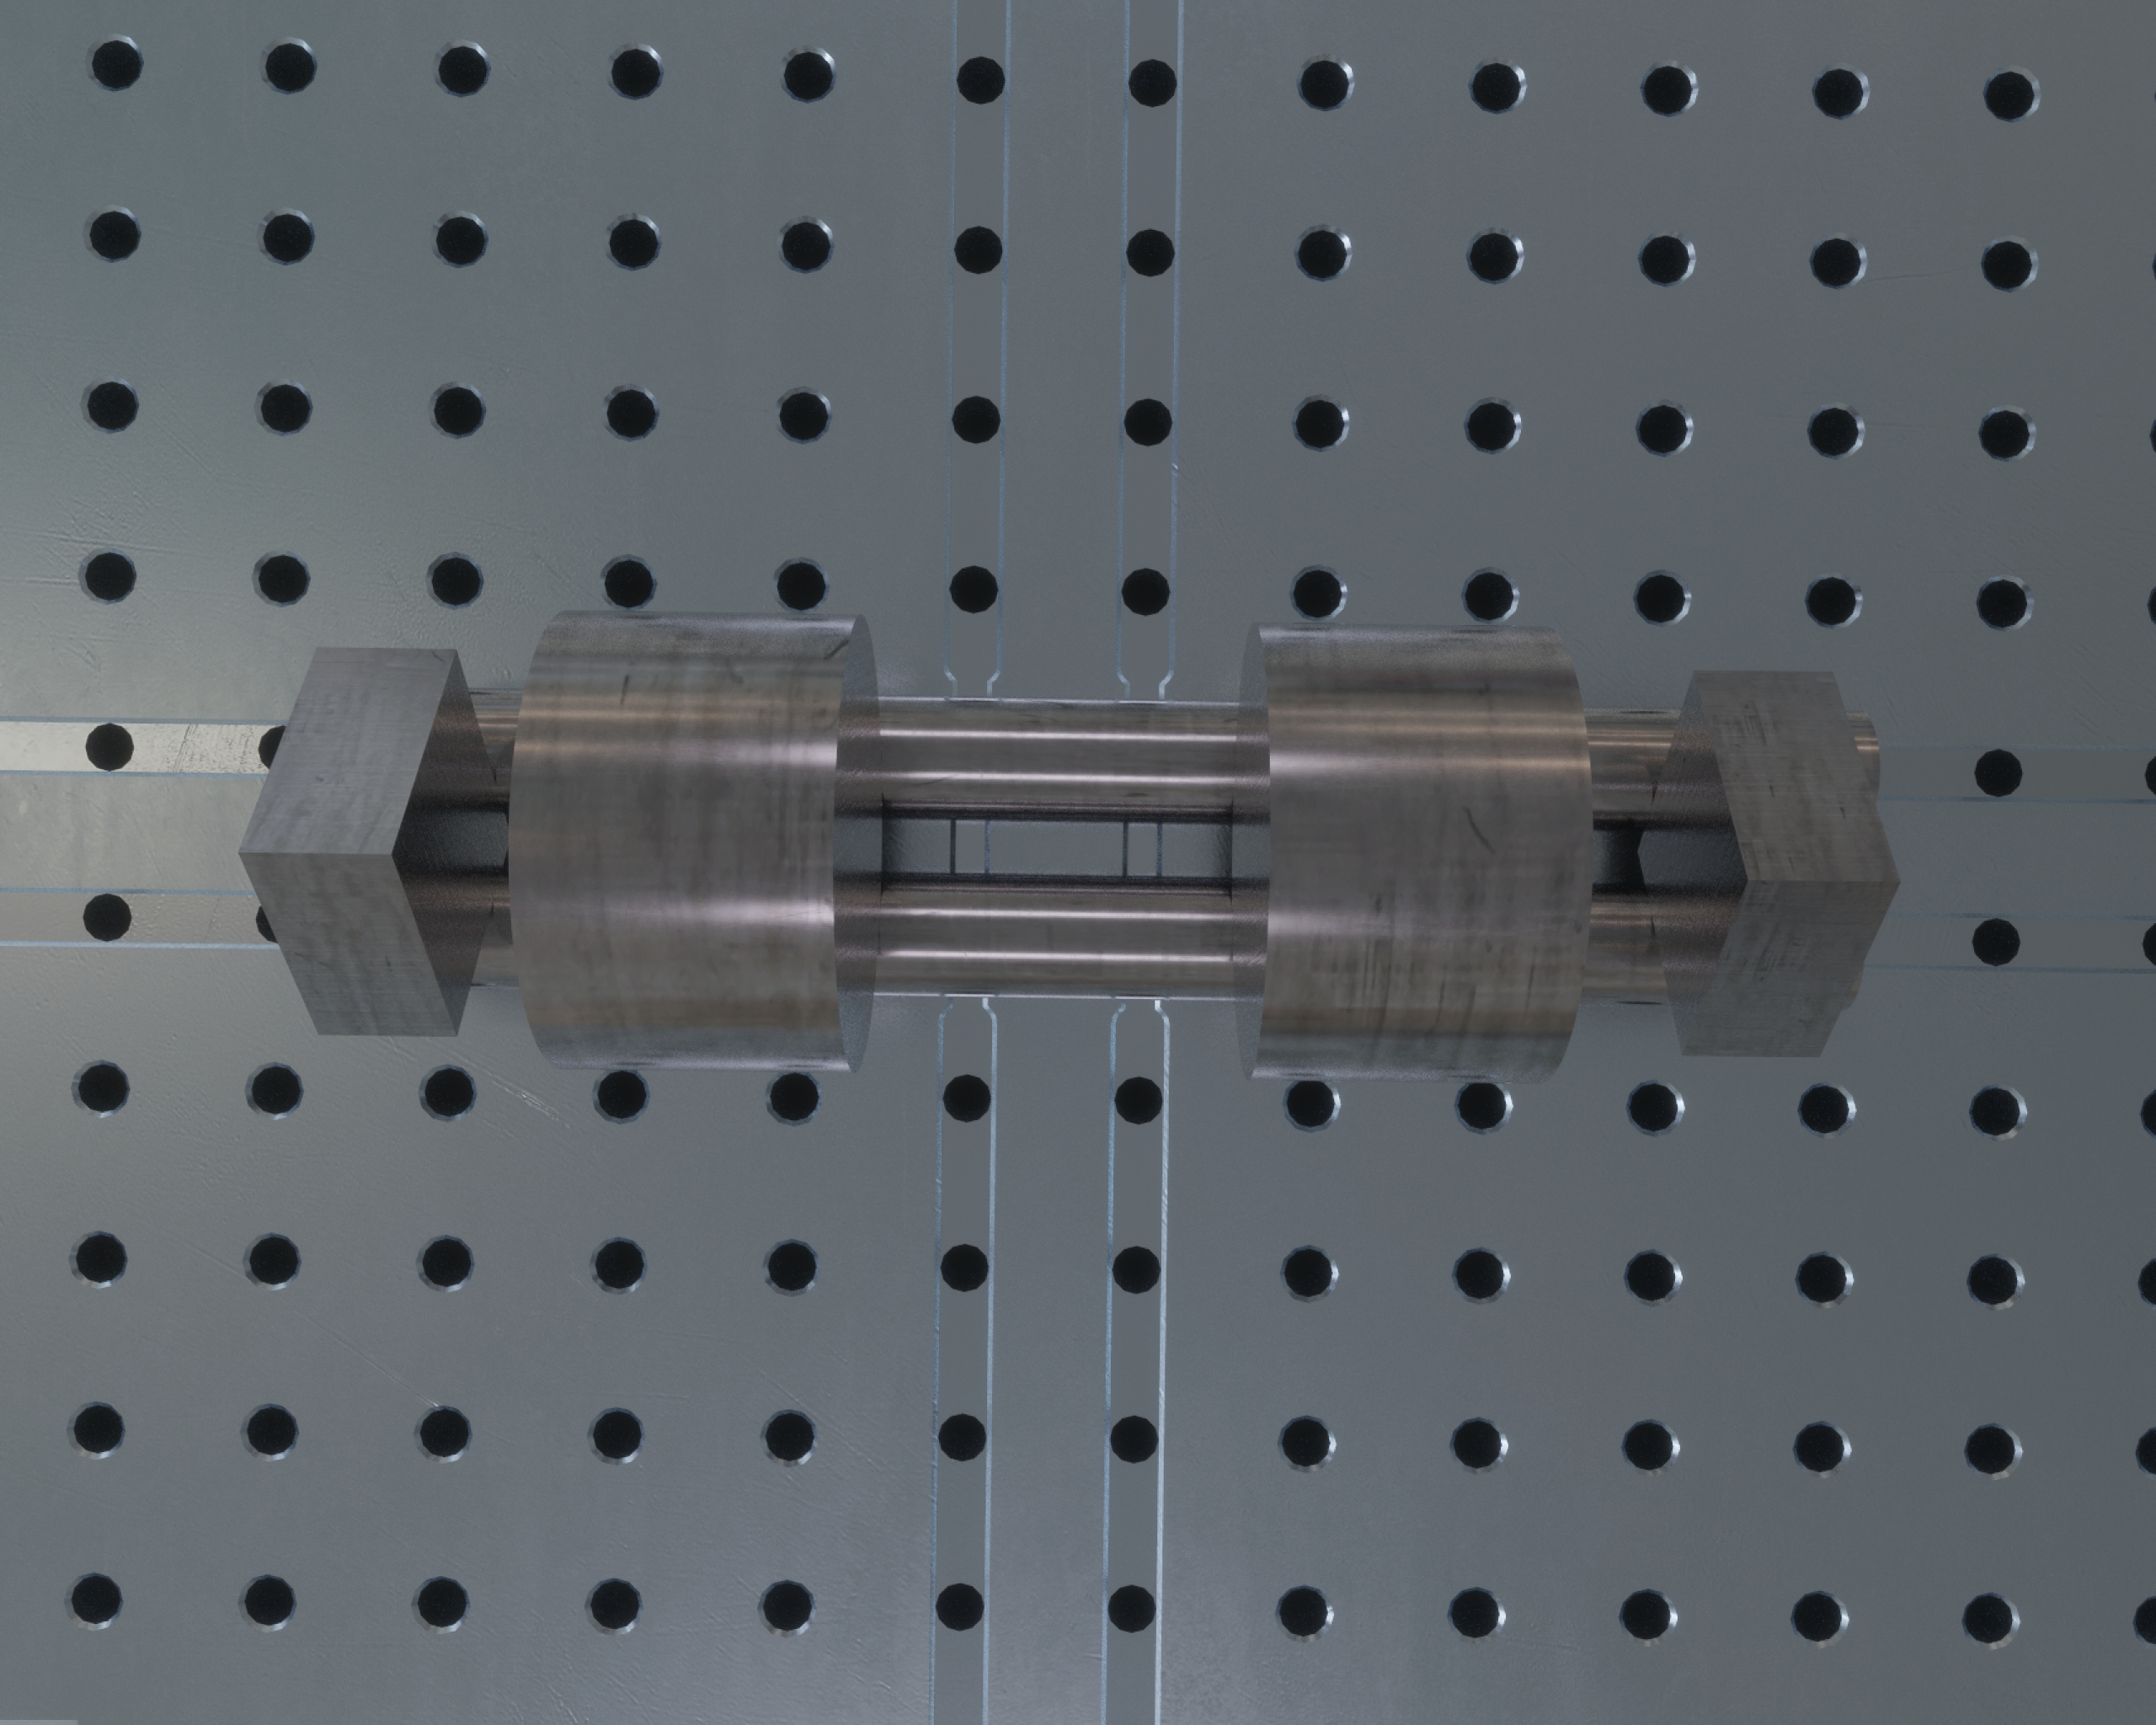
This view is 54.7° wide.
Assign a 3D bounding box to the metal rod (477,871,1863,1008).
[{"bbox_3d":[0.001,0.015,0.413,0.302,0.025,0.025,1,90,0],"label":"metal rod"}]

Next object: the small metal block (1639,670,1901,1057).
[{"bbox_3d":[0.123,0.000,0.379,0.025,0.050,0.050,1,49,0],"label":"small metal block"}]

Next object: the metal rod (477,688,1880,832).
[{"bbox_3d":[0.004,-0.020,0.413,0.302,0.025,0.025,1,90,0],"label":"metal rod"}]

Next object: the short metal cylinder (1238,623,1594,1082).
[{"bbox_3d":[0.055,-0.002,0.364,0.050,0.080,0.079,1,90,0],"label":"short metal cylinder"}]

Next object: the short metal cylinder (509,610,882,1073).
[{"bbox_3d":[-0.063,-0.004,0.363,0.050,0.080,0.079,1,90,0],"label":"short metal cylinder"}]

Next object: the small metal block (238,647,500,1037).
[{"bbox_3d":[-0.125,-0.004,0.377,0.025,0.050,0.050,1,48,0],"label":"small metal block"}]
